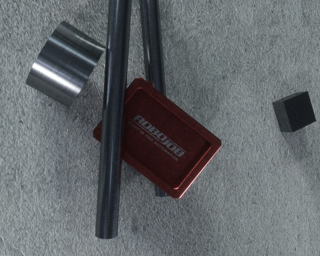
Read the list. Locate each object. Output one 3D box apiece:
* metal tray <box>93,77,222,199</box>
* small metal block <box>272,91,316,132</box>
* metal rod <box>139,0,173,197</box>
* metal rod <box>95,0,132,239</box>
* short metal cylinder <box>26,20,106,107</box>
[{"bbox_3d":[-0.003,0.012,0.380,0.130,0.030,0.090,38,90,-3],"label":"metal tray"},{"bbox_3d":[0.211,-0.025,0.487,0.050,0.025,0.050,-22,98,-19],"label":"small metal block"},{"bbox_3d":[-0.006,-0.060,0.406,0.025,0.025,0.298,-5,92,-20],"label":"metal rod"},{"bbox_3d":[-0.051,-0.027,0.348,0.025,0.025,0.298,3,92,-20],"label":"metal rod"},{"bbox_3d":[-0.103,-0.069,0.342,0.050,0.080,0.080,31,80,-18],"label":"short metal cylinder"}]
